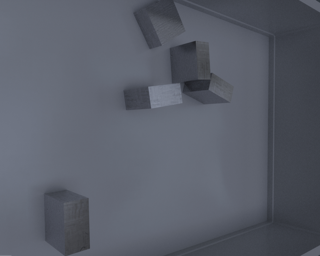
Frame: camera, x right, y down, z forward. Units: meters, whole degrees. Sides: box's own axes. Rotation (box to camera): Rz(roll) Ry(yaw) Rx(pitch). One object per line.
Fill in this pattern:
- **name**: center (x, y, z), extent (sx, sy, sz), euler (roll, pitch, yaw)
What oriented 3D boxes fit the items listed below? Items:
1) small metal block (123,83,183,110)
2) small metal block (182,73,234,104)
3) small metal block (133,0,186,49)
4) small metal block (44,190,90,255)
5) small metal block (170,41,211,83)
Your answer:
- **small metal block**: center (-0.009, -0.039, 0.385), extent (0.050, 0.050, 0.025), euler (-13, 99, -40)
- **small metal block**: center (0.070, -0.056, 0.452), extent (0.050, 0.050, 0.025), euler (22, 76, -38)
- **small metal block**: center (0.000, -0.139, 0.409), extent (0.050, 0.025, 0.050), euler (-40, 115, -33)
- **small metal block**: center (-0.095, 0.093, 0.312), extent (0.025, 0.050, 0.050), euler (-2, 92, -40)
- **small metal block**: center (0.041, -0.089, 0.427), extent (0.025, 0.050, 0.050), euler (-7, 95, -40)
